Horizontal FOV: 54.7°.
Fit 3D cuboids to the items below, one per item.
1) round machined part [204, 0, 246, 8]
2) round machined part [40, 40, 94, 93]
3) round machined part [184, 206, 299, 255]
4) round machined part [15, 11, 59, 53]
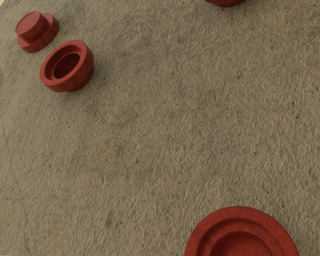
[{"bbox_3d":[0.108,-0.225,0.475,0.098,0.042,0.098,-13,56,21],"label":"round machined part"},{"bbox_3d":[-0.155,-0.101,0.537,0.098,0.042,0.098,-13,56,21],"label":"round machined part"},{"bbox_3d":[0.075,0.124,0.278,0.098,0.042,0.098,-13,56,21],"label":"round machined part"},{"bbox_3d":[-0.270,-0.212,0.666,0.098,0.042,0.098,-13,56,21],"label":"round machined part"}]
